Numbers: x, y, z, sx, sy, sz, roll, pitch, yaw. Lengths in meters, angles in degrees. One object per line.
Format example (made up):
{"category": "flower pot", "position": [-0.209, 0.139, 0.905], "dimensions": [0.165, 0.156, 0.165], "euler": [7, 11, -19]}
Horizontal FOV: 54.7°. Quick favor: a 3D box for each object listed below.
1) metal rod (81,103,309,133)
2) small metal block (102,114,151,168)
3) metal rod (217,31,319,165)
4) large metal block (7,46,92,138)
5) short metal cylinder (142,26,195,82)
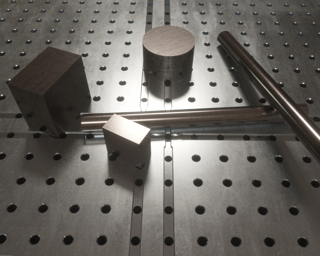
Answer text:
{"category": "metal rod", "position": [0.049, -0.014, 0.419], "dimensions": [0.302, 0.025, 0.025], "euler": [-3, 50, -3]}
{"category": "small metal block", "position": [-0.039, 0.016, 0.377], "dimensions": [0.050, 0.050, 0.025], "euler": [23, 54, 18]}
{"category": "metal rod", "position": [0.147, -0.062, 0.434], "dimensions": [0.025, 0.025, 0.300], "euler": [-10, 43, -9]}
{"category": "large metal block", "position": [-0.140, -0.047, 0.410], "dimensions": [0.050, 0.080, 0.080], "euler": [18, 52, 14]}
{"category": "short metal cylinder", "position": [0.013, -0.118, 0.491], "dimensions": [0.081, 0.050, 0.080], "euler": [0, 50, 0]}
